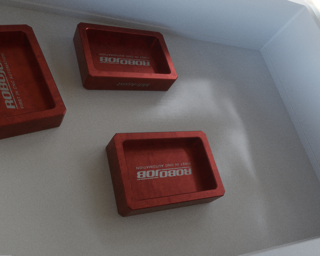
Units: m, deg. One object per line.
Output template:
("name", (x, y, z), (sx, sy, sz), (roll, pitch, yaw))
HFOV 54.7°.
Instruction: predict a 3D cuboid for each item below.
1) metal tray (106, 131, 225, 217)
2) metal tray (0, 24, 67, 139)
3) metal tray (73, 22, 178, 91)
("metal tray", (0.008, 0.051, 0.376), (0.131, 0.030, 0.090), (-1, 62, -29))
("metal tray", (-0.171, -0.055, 0.343), (0.091, 0.030, 0.130), (-15, 70, -35))
("metal tray", (-0.048, -0.098, 0.437), (0.131, 0.030, 0.090), (-3, 63, -30))
